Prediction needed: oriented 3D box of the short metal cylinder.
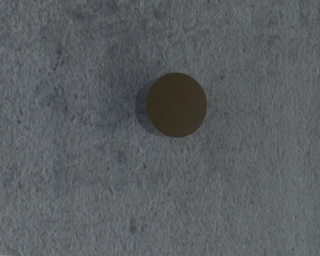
[{"bbox_3d":[0.013,-0.028,0.402,0.081,0.050,0.079,0,90,-20],"label":"short metal cylinder"}]
